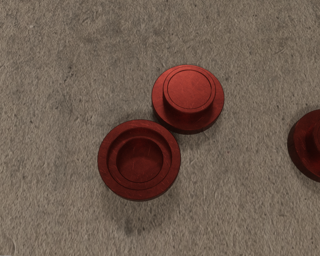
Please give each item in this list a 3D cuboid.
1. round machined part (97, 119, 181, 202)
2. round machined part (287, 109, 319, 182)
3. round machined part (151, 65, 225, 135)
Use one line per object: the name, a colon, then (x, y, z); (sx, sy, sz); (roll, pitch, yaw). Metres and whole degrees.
round machined part: (-0.024, 0.042, 0.384); (0.099, 0.042, 0.098); (0, 70, -1)
round machined part: (0.220, 0.020, 0.395); (0.099, 0.042, 0.098); (0, 70, -1)
round machined part: (0.038, -0.043, 0.415); (0.099, 0.042, 0.098); (0, 70, -1)
